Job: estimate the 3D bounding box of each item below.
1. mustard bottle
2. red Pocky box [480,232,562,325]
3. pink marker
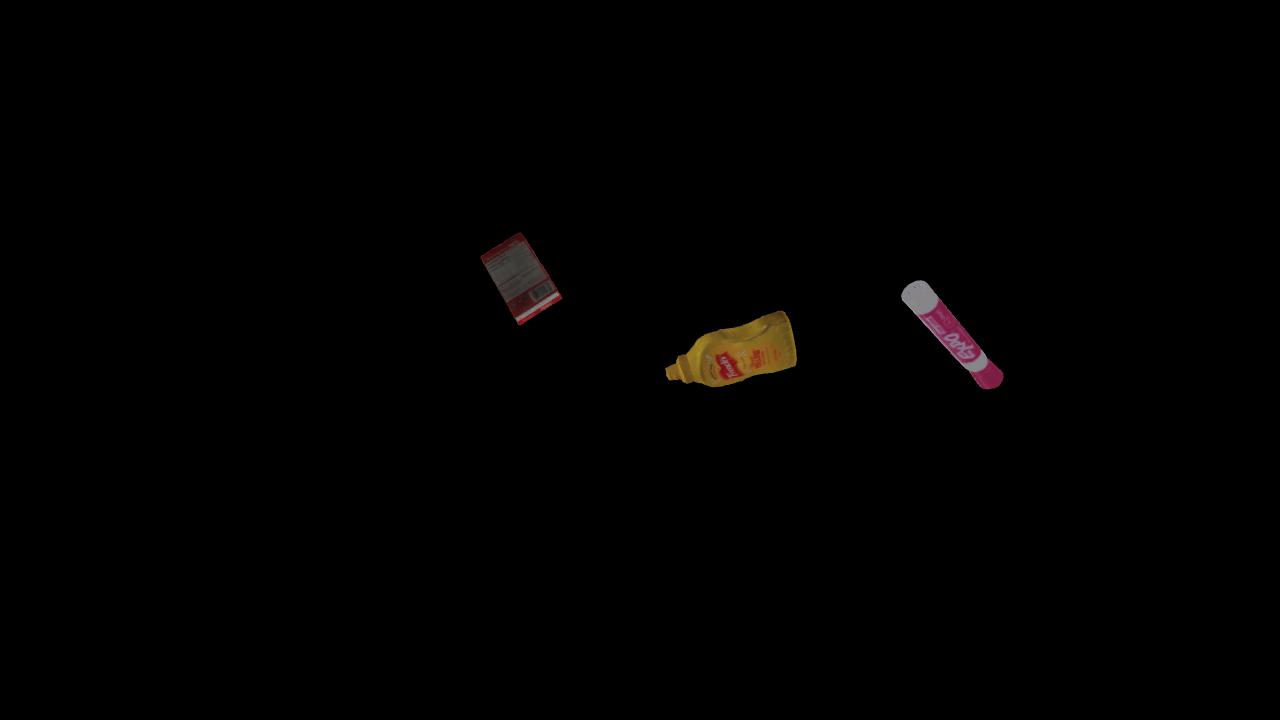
[{"bbox_3d":[0.125,-0.005,0.873,0.184,0.054,0.092,-16,-45,5],"label":"mustard bottle"},{"bbox_3d":[-0.195,-0.135,1.004,0.083,0.155,0.028,-33,-31,-2],"label":"red Pocky box"},{"bbox_3d":[0.228,-0.014,0.442,0.121,0.020,0.020,37,-19,-27],"label":"pink marker"}]
